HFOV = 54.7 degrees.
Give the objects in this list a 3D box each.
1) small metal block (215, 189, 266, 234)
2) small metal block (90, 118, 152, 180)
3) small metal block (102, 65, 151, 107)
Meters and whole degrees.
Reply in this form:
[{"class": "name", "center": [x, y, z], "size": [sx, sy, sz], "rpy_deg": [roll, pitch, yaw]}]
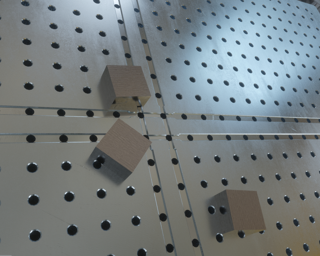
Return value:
[{"class": "small metal block", "center": [0.103, 0.108, 0.400], "size": [0.050, 0.025, 0.050], "rpy_deg": [8, 58, -25]}, {"class": "small metal block", "center": [-0.046, 0.025, 0.370], "size": [0.050, 0.025, 0.050], "rpy_deg": [36, 51, -4]}, {"class": "small metal block", "center": [-0.046, -0.057, 0.420], "size": [0.050, 0.025, 0.050], "rpy_deg": [-5, 64, -31]}]
